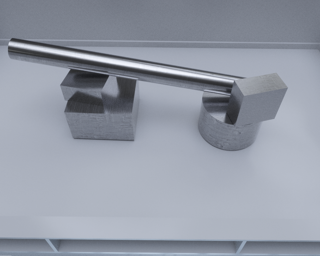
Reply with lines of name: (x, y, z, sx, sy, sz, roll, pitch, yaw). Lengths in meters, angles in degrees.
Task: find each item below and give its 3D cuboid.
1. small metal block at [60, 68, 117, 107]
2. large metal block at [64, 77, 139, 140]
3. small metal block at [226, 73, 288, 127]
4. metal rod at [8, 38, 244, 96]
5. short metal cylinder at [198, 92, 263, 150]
small metal block: (-0.087, -0.056, 0.384, 0.050, 0.025, 0.050, 10, 50, 8)
large metal block: (-0.072, -0.032, 0.411, 0.081, 0.050, 0.080, 2, 50, 1)
small metal block: (0.107, -0.031, 0.348, 0.050, 0.050, 0.025, -11, 51, -10)
metal rod: (-0.023, -0.069, 0.369, 0.302, 0.025, 0.025, 9, 50, -3)
short metal cylinder: (0.093, -0.018, 0.403, 0.081, 0.050, 0.080, 0, 50, 0)
